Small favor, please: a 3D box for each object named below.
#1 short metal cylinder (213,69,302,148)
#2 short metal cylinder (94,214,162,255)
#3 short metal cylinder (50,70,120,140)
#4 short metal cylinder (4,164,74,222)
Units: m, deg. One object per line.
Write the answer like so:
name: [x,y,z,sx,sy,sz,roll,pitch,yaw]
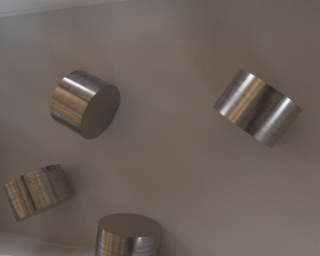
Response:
short metal cylinder: [0.106,-0.022,0.344,0.080,0.080,0.050,38,102,16]
short metal cylinder: [-0.041,0.147,0.396,0.080,0.080,0.050,8,93,20]
short metal cylinder: [-0.098,-0.031,0.416,0.050,0.080,0.080,28,99,18]
short metal cylinder: [-0.172,0.092,0.442,0.080,0.080,0.050,-29,81,18]
